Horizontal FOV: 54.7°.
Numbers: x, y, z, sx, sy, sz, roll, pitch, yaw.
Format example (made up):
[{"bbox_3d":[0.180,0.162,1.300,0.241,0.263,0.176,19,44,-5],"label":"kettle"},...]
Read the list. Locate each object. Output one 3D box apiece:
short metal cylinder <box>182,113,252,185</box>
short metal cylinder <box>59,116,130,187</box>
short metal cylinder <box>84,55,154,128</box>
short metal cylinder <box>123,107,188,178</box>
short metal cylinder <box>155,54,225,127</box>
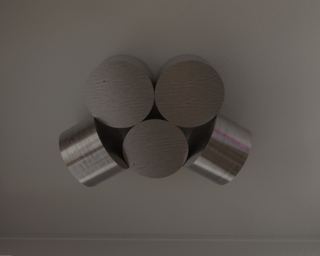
[{"bbox_3d":[0.070,0.025,0.390,0.050,0.080,0.080,28,108,-10],"label":"short metal cylinder"},{"bbox_3d":[-0.080,0.027,0.390,0.050,0.080,0.080,-29,108,10],"label":"short metal cylinder"},{"bbox_3d":[-0.047,-0.046,0.379,0.081,0.050,0.079,0,110,0],"label":"short metal cylinder"},{"bbox_3d":[-0.005,0.018,0.403,0.081,0.050,0.079,0,110,0],"label":"short metal cylinder"},{"bbox_3d":[0.034,-0.047,0.379,0.081,0.050,0.079,0,110,0],"label":"short metal cylinder"}]
